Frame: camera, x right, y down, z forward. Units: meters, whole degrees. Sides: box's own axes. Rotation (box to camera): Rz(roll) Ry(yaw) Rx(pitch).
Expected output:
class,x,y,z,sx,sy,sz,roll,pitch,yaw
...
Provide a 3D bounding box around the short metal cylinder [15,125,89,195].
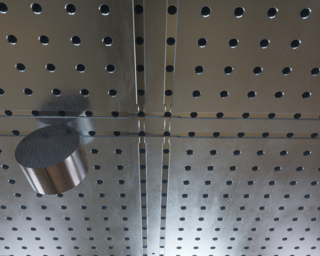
class,x,y,z,sx,sy,sz,roll,pitch,yaw
short metal cylinder,-0.140,0.040,0.408,0.080,0.080,0.050,-4,130,3
